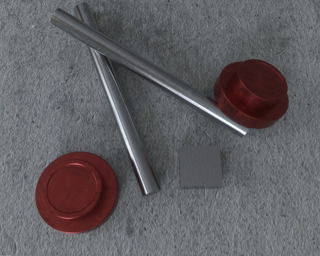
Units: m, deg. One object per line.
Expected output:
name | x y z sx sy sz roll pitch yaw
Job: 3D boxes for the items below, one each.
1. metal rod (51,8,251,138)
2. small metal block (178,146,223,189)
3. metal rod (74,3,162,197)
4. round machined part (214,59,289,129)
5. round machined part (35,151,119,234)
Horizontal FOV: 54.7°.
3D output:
metal rod | -0.014 -0.076 0.418 0.301 0.025 0.025 31 73 4
small metal block | 0.050 0.050 0.390 0.050 0.025 0.050 -1 70 -1
metal rod | -0.064 -0.051 0.426 0.025 0.025 0.299 -20 71 -7
round machined part | 0.124 -0.051 0.404 0.099 0.042 0.098 8 57 -12
round machined part | -0.100 0.075 0.371 0.099 0.042 0.098 0 70 0
